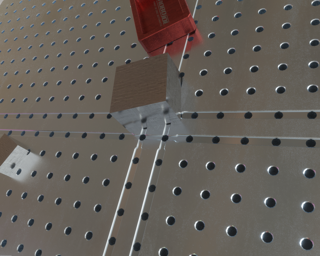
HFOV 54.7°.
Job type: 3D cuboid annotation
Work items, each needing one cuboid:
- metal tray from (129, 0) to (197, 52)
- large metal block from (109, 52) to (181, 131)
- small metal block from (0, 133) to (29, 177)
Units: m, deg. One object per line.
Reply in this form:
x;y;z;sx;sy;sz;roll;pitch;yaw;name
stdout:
0.001;-0.197;0.523;0.090;0.030;0.130;-23;53;14;metal tray
-0.017;-0.049;0.430;0.080;0.050;0.080;-11;57;22;large metal block
-0.253;0.044;0.511;0.050;0.025;0.050;27;76;37;small metal block
